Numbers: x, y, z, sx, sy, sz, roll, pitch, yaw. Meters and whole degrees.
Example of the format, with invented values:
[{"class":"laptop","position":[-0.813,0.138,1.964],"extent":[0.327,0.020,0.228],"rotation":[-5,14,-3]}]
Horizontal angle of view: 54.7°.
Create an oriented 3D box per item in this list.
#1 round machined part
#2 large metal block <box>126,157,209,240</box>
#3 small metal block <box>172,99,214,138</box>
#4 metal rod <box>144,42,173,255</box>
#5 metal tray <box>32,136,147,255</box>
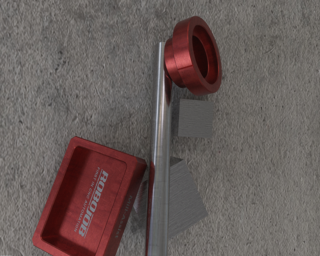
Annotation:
[{"class":"round machined part","position":[0.041,-0.088,0.398],"extent":[0.098,0.042,0.098],"rotation":[23,62,-53]},{"class":"large metal block","position":[0.003,0.091,0.397],"extent":[0.081,0.050,0.080],"rotation":[-27,99,-18]},{"class":"small metal block","position":[0.044,-0.012,0.426],"extent":[0.050,0.025,0.050],"rotation":[4,89,-20]},{"class":"metal rod","position":[0.000,0.034,0.362],"extent":[0.025,0.025,0.299],"rotation":[10,69,-20]},{"class":"metal tray","position":[-0.079,0.083,0.349],"extent":[0.090,0.030,0.130],"rotation":[17,83,22]}]
